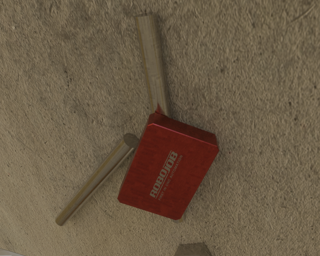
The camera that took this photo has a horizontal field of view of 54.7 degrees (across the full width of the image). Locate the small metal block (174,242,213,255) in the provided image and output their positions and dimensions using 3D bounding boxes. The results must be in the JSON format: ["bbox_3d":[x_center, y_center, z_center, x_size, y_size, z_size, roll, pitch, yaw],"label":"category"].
[{"bbox_3d":[0.060,0.218,0.510,0.050,0.025,0.050,-21,107,36],"label":"small metal block"}]

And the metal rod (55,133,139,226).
[{"bbox_3d":[-0.120,0.102,0.532,0.025,0.025,0.298,42,129,-1],"label":"metal rod"}]

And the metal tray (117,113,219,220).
[{"bbox_3d":[0.008,0.054,0.401,0.090,0.030,0.129,20,118,-7],"label":"metal tray"}]

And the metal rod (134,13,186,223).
[{"bbox_3d":[0.006,0.006,0.407,0.025,0.025,0.298,5,121,26],"label":"metal rod"}]
